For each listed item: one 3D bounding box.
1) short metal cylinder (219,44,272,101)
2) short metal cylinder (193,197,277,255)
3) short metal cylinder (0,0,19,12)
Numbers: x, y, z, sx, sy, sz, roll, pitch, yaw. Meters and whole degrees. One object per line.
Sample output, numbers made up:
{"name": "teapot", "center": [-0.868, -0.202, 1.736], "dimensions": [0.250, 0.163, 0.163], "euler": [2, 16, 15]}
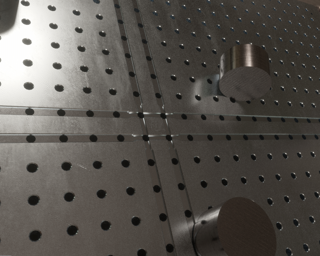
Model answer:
{"name": "short metal cylinder", "center": [0.137, -0.089, 0.504], "dimensions": [0.080, 0.080, 0.050], "euler": [20, 54, -17]}
{"name": "short metal cylinder", "center": [0.087, 0.127, 0.363], "dimensions": [0.081, 0.050, 0.080], "euler": [14, 56, -21]}
{"name": "short metal cylinder", "center": [-0.220, -0.195, 0.393], "dimensions": [0.081, 0.050, 0.080], "euler": [14, 56, -21]}
